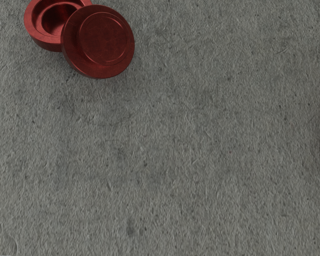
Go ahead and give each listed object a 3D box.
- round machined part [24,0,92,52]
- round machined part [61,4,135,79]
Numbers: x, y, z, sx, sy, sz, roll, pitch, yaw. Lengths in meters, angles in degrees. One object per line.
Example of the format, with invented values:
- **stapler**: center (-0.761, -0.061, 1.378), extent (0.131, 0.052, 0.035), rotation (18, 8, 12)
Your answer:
- **round machined part**: center (-0.142, -0.152, 0.454), extent (0.099, 0.042, 0.098), rotation (0, 70, 0)
- **round machined part**: center (-0.079, -0.115, 0.415), extent (0.099, 0.042, 0.097), rotation (-3, 96, -28)
